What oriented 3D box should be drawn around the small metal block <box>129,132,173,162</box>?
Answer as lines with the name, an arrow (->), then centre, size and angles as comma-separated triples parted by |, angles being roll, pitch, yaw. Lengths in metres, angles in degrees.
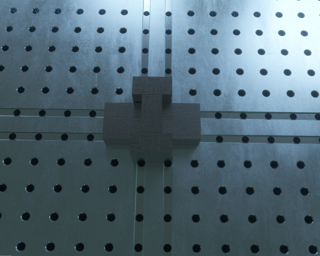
small metal block -> -0.010, 0.025, 0.389 | 0.050, 0.050, 0.025 | 1, 70, 0

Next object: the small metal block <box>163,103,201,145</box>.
small metal block -> 0.028, -0.005, 0.414 | 0.050, 0.025, 0.050 | 1, 70, 0

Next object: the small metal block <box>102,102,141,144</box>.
small metal block -> -0.048, -0.006, 0.413 | 0.050, 0.025, 0.050 | 1, 70, 0

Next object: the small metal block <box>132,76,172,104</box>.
small metal block -> -0.010, -0.046, 0.415 | 0.050, 0.050, 0.025 | 1, 70, 0

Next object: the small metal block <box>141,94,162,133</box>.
small metal block -> -0.010, -0.010, 0.401 | 0.025, 0.050, 0.050 | 1, 70, 0
